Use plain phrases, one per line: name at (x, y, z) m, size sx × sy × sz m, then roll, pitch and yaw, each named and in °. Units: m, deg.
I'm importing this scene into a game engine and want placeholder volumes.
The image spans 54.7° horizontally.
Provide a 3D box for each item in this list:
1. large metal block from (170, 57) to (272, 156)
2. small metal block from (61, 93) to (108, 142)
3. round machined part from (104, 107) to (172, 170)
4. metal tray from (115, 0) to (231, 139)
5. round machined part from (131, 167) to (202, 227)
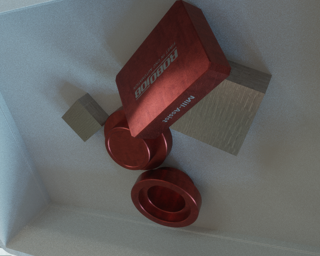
large metal block at (0.065, -0.028, 0.340) m, size 0.080 × 0.050 × 0.079 m, roll 23°, pitch 127°, yaw 13°
small metal block at (-0.108, -0.015, 0.455) m, size 0.050 × 0.025 × 0.050 m, roll 48°, pitch 128°, yaw -6°
round machined part at (-0.036, 0.019, 0.427) m, size 0.098 × 0.042 × 0.097 m, roll 13°, pitch 124°, yaw 20°
metal tray at (0.005, -0.057, 0.334) m, size 0.129 × 0.030 × 0.090 m, roll -42°, pitch 56°, yaw 39°
round machined part at (0.012, 0.094, 0.443) m, size 0.098 × 0.042 × 0.097 m, roll 12°, pitch 130°, yaw 15°
